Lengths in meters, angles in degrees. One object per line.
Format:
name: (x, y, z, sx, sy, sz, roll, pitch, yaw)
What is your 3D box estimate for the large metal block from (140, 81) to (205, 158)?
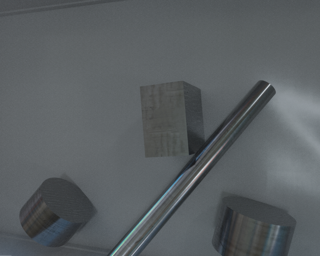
large metal block: (0.018, -0.009, 0.374, 0.050, 0.080, 0.080, -5, 88, 21)

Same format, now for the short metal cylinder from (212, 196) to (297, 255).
short metal cylinder: (0.103, 0.115, 0.345, 0.080, 0.080, 0.050, 14, 95, 19)

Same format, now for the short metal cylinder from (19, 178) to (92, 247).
short metal cylinder: (-0.143, 0.116, 0.430, 0.080, 0.080, 0.050, 45, 104, 14)

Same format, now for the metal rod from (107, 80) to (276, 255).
metal rod: (0.027, 0.061, 0.341, 0.025, 0.025, 0.300, 40, 80, 15)
